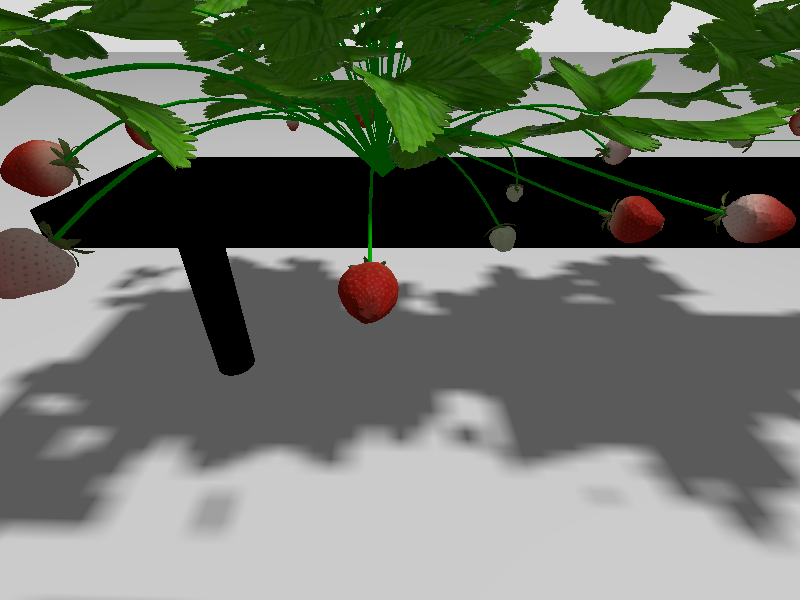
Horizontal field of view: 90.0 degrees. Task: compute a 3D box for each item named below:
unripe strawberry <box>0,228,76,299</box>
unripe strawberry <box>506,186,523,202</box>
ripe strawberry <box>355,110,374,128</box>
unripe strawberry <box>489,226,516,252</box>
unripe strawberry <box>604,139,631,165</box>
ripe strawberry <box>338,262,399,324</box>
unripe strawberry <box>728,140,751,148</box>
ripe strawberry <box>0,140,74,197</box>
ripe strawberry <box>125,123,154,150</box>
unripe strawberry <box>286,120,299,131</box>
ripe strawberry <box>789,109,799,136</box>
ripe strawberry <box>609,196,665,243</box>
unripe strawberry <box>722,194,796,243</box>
[{"bbox_3d":[-0.169,-0.015,0.180,0.034,0.031,0.031,24,-27,31],"label":"unripe strawberry"},{"bbox_3d":[0.080,-0.074,0.278,0.011,0.011,0.011,24,40,32],"label":"unripe strawberry"},{"bbox_3d":[-0.048,-0.246,0.535,0.028,0.029,0.030,-4,24,-7],"label":"ripe strawberry"},{"bbox_3d":[0.057,-0.034,0.223,0.015,0.014,0.014,-15,-8,-22],"label":"unripe strawberry"},{"bbox_3d":[0.206,-0.140,0.377,0.025,0.024,0.023,-4,33,-10],"label":"unripe strawberry"},{"bbox_3d":[-0.013,-0.001,0.165,0.025,0.026,0.027,0,34,-1],"label":"ripe strawberry"},{"bbox_3d":[0.366,-0.174,0.430,0.022,0.019,0.022,-20,38,-27],"label":"unripe strawberry"},{"bbox_3d":[-0.267,-0.096,0.295,0.043,0.037,0.043,-15,35,-4],"label":"ripe strawberry"},{"bbox_3d":[-0.267,-0.181,0.420,0.042,0.044,0.039,12,35,18],"label":"ripe strawberry"},{"bbox_3d":[-0.136,-0.224,0.510,0.016,0.017,0.018,-18,38,-26],"label":"unripe strawberry"},{"bbox_3d":[0.498,-0.220,0.490,0.034,0.036,0.037,11,34,16],"label":"ripe strawberry"},{"bbox_3d":[0.138,-0.046,0.233,0.027,0.027,0.025,25,41,32],"label":"ripe strawberry"},{"bbox_3d":[0.205,-0.047,0.229,0.032,0.027,0.032,19,38,25],"label":"unripe strawberry"}]
